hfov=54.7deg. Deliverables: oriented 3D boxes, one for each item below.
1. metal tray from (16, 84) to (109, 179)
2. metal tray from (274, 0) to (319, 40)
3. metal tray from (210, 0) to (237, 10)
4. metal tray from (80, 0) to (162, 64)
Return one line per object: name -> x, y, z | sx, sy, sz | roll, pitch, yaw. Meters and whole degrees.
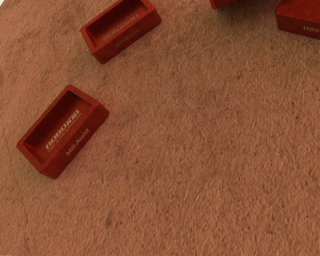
metal tray -> -0.151, 0.002, 0.478 | 0.090, 0.030, 0.130 | 31, 78, 37
metal tray -> 0.222, -0.149, 0.376 | 0.130, 0.030, 0.090 | 32, 79, 38
metal tray -> 0.131, -0.209, 0.431 | 0.130, 0.030, 0.090 | -18, 21, 17
metal tray -> -0.072, -0.182, 0.550 | 0.130, 0.030, 0.090 | -35, 51, 5
